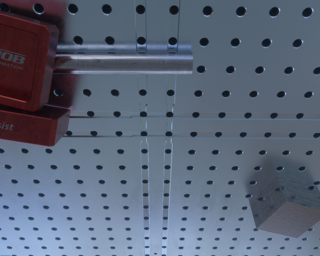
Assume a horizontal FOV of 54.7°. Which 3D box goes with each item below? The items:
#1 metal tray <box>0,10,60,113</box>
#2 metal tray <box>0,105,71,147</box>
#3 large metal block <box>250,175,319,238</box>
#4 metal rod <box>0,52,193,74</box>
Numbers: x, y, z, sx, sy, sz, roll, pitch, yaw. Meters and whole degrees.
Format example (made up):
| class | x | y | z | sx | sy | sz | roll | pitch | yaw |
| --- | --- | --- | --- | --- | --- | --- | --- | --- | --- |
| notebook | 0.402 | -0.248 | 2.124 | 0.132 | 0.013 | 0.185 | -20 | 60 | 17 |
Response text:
| class | x | y | z | sx | sy | sz | roll | pitch | yaw |
| --- | --- | --- | --- | --- | --- | --- | --- | --- | --- |
| metal tray | -0.178 | -0.076 | 0.315 | 0.131 | 0.030 | 0.089 | 14 | 110 | -6 |
| metal tray | -0.177 | -0.013 | 0.354 | 0.131 | 0.090 | 0.030 | 10 | 99 | -9 |
| large metal block | 0.209 | 0.131 | 0.509 | 0.081 | 0.050 | 0.079 | 17 | 128 | -14 |
| metal rod | -0.115 | -0.073 | 0.347 | 0.302 | 0.025 | 0.025 | 0 | 130 | -1 |
